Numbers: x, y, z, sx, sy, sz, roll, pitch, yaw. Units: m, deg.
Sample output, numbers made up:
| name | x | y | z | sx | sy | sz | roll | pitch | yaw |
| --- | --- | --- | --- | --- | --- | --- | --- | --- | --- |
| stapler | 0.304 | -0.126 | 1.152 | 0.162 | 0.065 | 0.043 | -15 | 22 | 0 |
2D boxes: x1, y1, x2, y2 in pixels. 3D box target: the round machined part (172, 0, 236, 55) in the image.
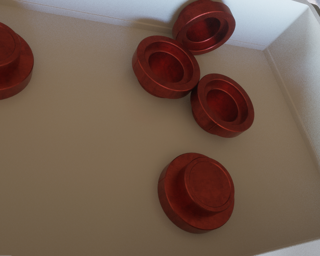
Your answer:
| name | x | y | z | sx | sy | sz | roll | pitch | yaw |
| --- | --- | --- | --- | --- | --- | --- | --- | --- | --- |
| round machined part | 0.066 | -0.164 | 0.494 | 0.099 | 0.097 | 0.042 | -2 | 63 | -29 |

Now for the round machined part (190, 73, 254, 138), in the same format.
| name | x | y | z | sx | sy | sz | roll | pitch | yaw |
| --- | --- | --- | --- | --- | --- | --- | --- | --- | --- |
| round machined part | 0.087 | -0.029 | 0.457 | 0.099 | 0.042 | 0.098 | 14 | 57 | -22 |

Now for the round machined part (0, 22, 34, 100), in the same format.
| name | x | y | z | sx | sy | sz | roll | pitch | yaw |
| --- | --- | --- | --- | --- | --- | --- | --- | --- | --- |
| round machined part | -0.192 | -0.082 | 0.341 | 0.099 | 0.042 | 0.098 | 14 | 56 | -21 |

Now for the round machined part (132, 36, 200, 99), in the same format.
| name | x | y | z | sx | sy | sz | roll | pitch | yaw |
| --- | --- | --- | --- | --- | --- | --- | --- | --- | --- |
| round machined part | 0.005 | -0.082 | 0.447 | 0.099 | 0.042 | 0.098 | 13 | 56 | -21 |

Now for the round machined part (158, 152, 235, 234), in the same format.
| name | x | y | z | sx | sy | sz | roll | pitch | yaw |
| --- | --- | --- | --- | --- | --- | --- | --- | --- | --- |
| round machined part | 0.050 | 0.074 | 0.376 | 0.099 | 0.042 | 0.098 | 14 | 56 | -21 |
